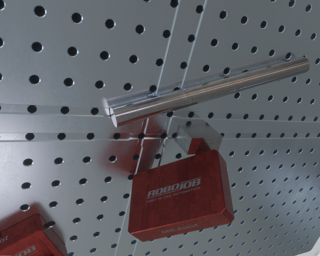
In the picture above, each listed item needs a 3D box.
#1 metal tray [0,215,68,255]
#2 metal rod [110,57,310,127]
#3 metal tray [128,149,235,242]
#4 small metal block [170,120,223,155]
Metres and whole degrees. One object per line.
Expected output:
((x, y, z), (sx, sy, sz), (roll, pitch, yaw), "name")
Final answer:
((-0.201, 0.181, 0.410), (0.131, 0.030, 0.090), (-27, 128, -12), "metal tray")
((0.081, -0.054, 0.421), (0.302, 0.025, 0.025), (-17, 125, -19), "metal rod")
((0.024, 0.088, 0.402), (0.130, 0.090, 0.030), (-20, 133, 22), "metal tray")
((0.050, 0.012, 0.430), (0.050, 0.050, 0.025), (-2, 119, -28), "small metal block")
